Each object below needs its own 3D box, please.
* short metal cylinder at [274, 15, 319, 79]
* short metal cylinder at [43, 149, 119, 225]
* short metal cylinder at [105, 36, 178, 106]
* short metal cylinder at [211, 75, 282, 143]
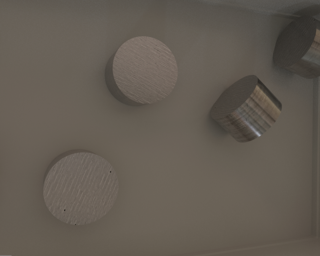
[{"bbox_3d":[0.219,-0.120,0.464,0.050,0.080,0.080,18,84,-20],"label":"short metal cylinder"},{"bbox_3d":[-0.094,0.066,0.363,0.081,0.050,0.079,0,90,-21],"label":"short metal cylinder"},{"bbox_3d":[-0.025,-0.069,0.389,0.081,0.050,0.079,0,90,-20],"label":"short metal cylinder"},{"bbox_3d":[0.117,-0.026,0.426,0.050,0.080,0.080,42,77,-16],"label":"short metal cylinder"}]
